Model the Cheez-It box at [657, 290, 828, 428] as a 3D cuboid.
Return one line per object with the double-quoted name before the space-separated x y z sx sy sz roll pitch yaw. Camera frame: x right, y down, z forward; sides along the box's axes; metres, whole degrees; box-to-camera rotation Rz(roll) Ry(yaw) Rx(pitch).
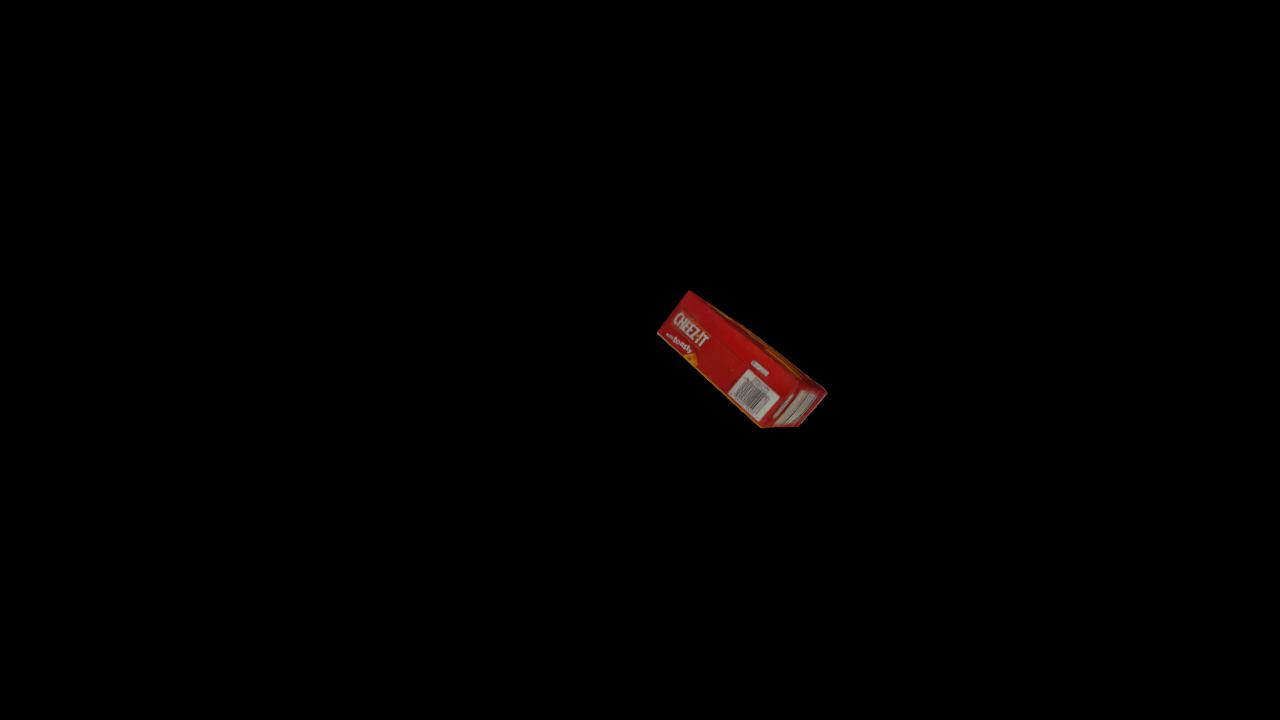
"Cheez-It box" 0.135 0.008 0.760 0.166 0.071 0.223 43 11 23
